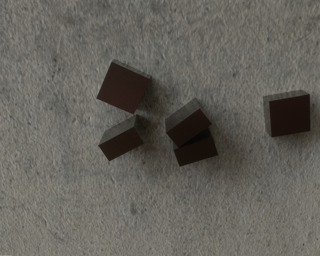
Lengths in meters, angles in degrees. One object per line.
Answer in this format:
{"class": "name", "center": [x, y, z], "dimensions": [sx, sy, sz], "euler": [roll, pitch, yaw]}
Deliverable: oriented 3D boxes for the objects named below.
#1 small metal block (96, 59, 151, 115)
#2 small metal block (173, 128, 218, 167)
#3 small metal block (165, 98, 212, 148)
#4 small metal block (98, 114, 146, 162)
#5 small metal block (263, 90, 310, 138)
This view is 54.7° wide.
{"class": "small metal block", "center": [-0.045, -0.052, 0.390], "dimensions": [0.050, 0.025, 0.050], "euler": [23, 108, -9]}
{"class": "small metal block", "center": [0.044, 0.021, 0.405], "dimensions": [0.050, 0.050, 0.025], "euler": [-18, 109, 6]}
{"class": "small metal block", "center": [0.035, -0.008, 0.394], "dimensions": [0.050, 0.050, 0.025], "euler": [-36, 106, 12]}
{"class": "small metal block", "center": [-0.047, 0.011, 0.400], "dimensions": [0.050, 0.050, 0.025], "euler": [-28, 108, 9]}
{"class": "small metal block", "center": [0.166, -0.019, 0.405], "dimensions": [0.050, 0.025, 0.050], "euler": [-10, 110, 3]}
